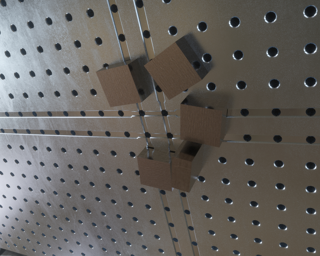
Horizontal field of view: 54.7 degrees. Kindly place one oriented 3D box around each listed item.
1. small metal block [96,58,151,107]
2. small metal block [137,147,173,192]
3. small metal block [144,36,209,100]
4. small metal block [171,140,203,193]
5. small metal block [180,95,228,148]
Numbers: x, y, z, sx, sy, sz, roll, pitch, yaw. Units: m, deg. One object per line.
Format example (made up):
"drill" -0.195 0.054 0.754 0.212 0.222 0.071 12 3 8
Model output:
"small metal block" -0.047 -0.057 0.399 0.050 0.025 0.050 -6 116 30
"small metal block" -0.002 0.060 0.448 0.050 0.025 0.050 9 122 23
"small metal block" 0.019 -0.068 0.358 0.050 0.025 0.050 -29 103 37
"small metal block" 0.036 0.046 0.404 0.025 0.050 0.050 14 124 20
"small metal block" 0.053 -0.008 0.377 0.050 0.025 0.050 11 123 21
